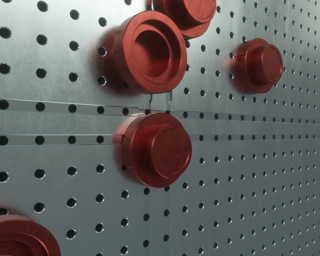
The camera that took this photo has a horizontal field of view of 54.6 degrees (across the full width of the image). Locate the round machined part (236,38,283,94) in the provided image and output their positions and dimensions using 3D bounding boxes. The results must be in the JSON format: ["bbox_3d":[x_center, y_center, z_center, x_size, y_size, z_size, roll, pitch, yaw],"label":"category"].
[{"bbox_3d":[0.181,-0.110,0.548,0.099,0.042,0.097,0,90,-40],"label":"round machined part"}]

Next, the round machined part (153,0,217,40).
[{"bbox_3d":[0.041,-0.175,0.430,0.099,0.042,0.097,0,90,-40],"label":"round machined part"}]

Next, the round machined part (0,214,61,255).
[{"bbox_3d":[-0.144,0.127,0.277,0.099,0.042,0.097,0,90,-40],"label":"round machined part"}]

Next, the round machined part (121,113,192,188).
[{"bbox_3d":[0.003,0.029,0.400,0.099,0.042,0.097,0,90,-40],"label":"round machined part"}]

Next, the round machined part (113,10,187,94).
[{"bbox_3d":[-0.016,-0.090,0.384,0.099,0.042,0.097,0,90,-40],"label":"round machined part"}]
